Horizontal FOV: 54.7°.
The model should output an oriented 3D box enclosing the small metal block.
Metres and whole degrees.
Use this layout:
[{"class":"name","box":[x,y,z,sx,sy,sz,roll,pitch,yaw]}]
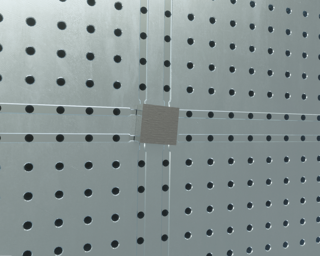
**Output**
[{"class":"small metal block","box":[-0.004,-0.004,0.412,0.050,0.025,0.050,5,88,-20]}]
